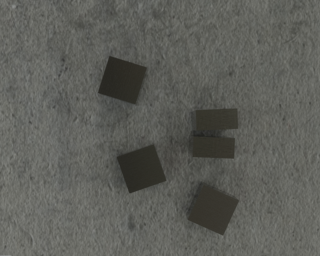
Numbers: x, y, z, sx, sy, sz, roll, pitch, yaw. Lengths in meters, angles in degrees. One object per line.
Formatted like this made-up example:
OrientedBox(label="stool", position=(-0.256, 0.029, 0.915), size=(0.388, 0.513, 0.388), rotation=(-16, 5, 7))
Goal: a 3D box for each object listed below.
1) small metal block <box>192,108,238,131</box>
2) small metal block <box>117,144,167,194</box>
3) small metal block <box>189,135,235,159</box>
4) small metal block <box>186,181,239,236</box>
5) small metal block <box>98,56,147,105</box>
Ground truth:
OrientedBox(label="small metal block", position=(0.069, -0.010, 0.398), size=(0.050, 0.050, 0.025), rotation=(-2, 90, -1))
OrientedBox(label="small metal block", position=(-0.024, 0.052, 0.410), size=(0.050, 0.025, 0.050), rotation=(-19, 90, -1))
OrientedBox(label="small metal block", position=(0.065, 0.023, 0.398), size=(0.050, 0.050, 0.025), rotation=(2, 90, -1))
OrientedBox(label="small metal block", position=(0.069, 0.106, 0.411), size=(0.050, 0.025, 0.050), rotation=(24, 90, -1))
OrientedBox(label="small metal block", position=(-0.048, -0.061, 0.409), size=(0.050, 0.025, 0.050), rotation=(17, 90, -1))
